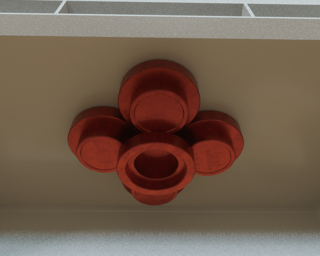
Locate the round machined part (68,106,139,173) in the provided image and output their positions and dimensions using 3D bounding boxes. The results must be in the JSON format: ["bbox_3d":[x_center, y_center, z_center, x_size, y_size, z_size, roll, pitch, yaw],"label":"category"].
[{"bbox_3d":[-0.073,0.022,0.413,0.099,0.042,0.097,0,130,0],"label":"round machined part"}]

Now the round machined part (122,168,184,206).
[{"bbox_3d":[-0.008,0.078,0.461,0.099,0.042,0.097,-1,129,-1],"label":"round machined part"}]

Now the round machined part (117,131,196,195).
[{"bbox_3d":[-0.005,0.040,0.402,0.099,0.042,0.097,0,130,0],"label":"round machined part"}]

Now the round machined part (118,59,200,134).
[{"bbox_3d":[-0.001,-0.028,0.370,0.099,0.042,0.097,0,130,0],"label":"round machined part"}]

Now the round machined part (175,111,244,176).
[{"bbox_3d":[0.064,0.027,0.419,0.099,0.042,0.097,0,130,0],"label":"round machined part"}]
